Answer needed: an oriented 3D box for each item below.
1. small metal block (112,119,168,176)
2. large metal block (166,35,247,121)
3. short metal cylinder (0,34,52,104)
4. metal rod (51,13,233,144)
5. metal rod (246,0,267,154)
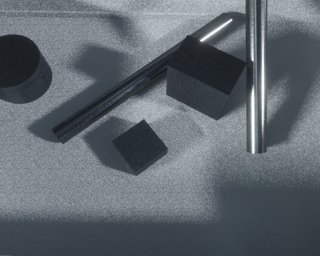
[{"bbox_3d":[-0.025,0.025,0.400,0.050,0.025,0.050,-36,74,-12],"label":"small metal block"},{"bbox_3d":[0.056,-0.062,0.404,0.080,0.080,0.050,28,73,9],"label":"large metal block"},{"bbox_3d":[-0.196,-0.079,0.423,0.081,0.050,0.080,0,70,0],"label":"short metal cylinder"},{"bbox_3d":[-0.016,-0.076,0.437,0.301,0.025,0.025,-37,74,-13],"label":"metal rod"},{"bbox_3d":[0.118,-0.117,0.378,0.025,0.025,0.298,-3,99,-2],"label":"metal rod"}]
